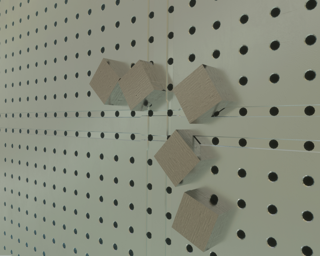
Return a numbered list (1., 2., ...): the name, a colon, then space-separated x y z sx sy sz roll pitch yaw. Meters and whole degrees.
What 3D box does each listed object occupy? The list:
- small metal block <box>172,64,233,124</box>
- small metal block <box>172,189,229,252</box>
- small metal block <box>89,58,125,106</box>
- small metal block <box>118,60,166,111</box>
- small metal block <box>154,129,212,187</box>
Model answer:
1. small metal block: 0.050 -0.039 0.369 0.050 0.025 0.050 -38 67 33
2. small metal block: 0.047 0.109 0.371 0.050 0.025 0.050 29 108 36
3. small metal block: -0.076 -0.070 0.474 0.050 0.025 0.050 51 120 28
4. small metal block: -0.026 -0.058 0.432 0.050 0.025 0.050 -38 67 33
5. small metal block: 0.027 0.037 0.388 0.050 0.025 0.050 -52 60 27
